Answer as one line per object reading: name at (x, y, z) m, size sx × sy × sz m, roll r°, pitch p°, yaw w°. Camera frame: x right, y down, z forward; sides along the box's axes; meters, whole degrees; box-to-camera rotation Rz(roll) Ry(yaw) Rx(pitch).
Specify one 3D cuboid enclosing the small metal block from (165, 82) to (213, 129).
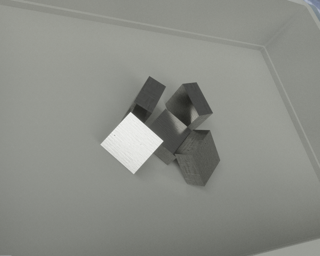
small metal block at (0.039, -0.027, 0.426) m, size 0.025 × 0.050 × 0.050 m, roll -12°, pitch 68°, yaw -34°

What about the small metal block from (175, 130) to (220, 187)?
small metal block at (0.049, 0.037, 0.392) m, size 0.050 × 0.025 × 0.050 m, roll -49°, pitch 127°, yaw -40°

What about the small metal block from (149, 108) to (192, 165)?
small metal block at (0.009, 0.011, 0.402) m, size 0.050 × 0.025 × 0.050 m, roll 41°, pitch 51°, yaw -1°

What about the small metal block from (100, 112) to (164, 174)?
small metal block at (-0.032, 0.018, 0.362) m, size 0.050 × 0.025 × 0.050 m, roll 42°, pitch 84°, yaw 0°

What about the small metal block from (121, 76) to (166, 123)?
small metal block at (-0.022, -0.030, 0.394) m, size 0.025 × 0.050 × 0.050 m, roll 32°, pitch 51°, yaw -8°
